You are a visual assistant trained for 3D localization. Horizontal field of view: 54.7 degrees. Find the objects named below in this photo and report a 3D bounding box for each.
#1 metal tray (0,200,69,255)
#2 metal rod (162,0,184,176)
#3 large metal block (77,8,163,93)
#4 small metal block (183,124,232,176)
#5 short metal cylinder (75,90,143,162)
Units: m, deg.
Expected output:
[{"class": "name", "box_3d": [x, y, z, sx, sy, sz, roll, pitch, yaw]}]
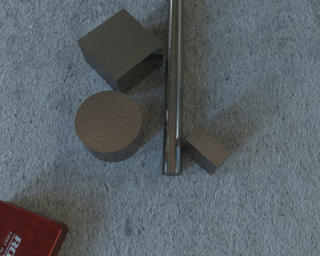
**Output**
[{"class": "metal tray", "box_3d": [-0.174, 0.157, 0.346, 0.090, 0.030, 0.130, 19, 71, 6]}, {"class": "metal rod", "box_3d": [0.021, -0.082, 0.438, 0.025, 0.025, 0.299, 2, 70, 0]}, {"class": "large metal block", "box_3d": [-0.053, -0.105, 0.433, 0.080, 0.050, 0.080, -41, 75, -14]}, {"class": "small metal block", "box_3d": [0.056, 0.029, 0.385, 0.050, 0.050, 0.025, 42, 75, 13]}, {"class": "short metal cylinder", "box_3d": [-0.062, -0.001, 0.394, 0.081, 0.050, 0.080, 0, 70, 0]}]
